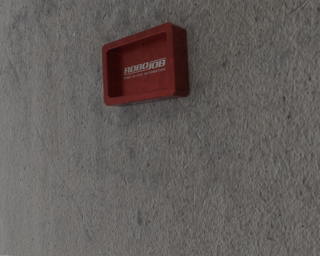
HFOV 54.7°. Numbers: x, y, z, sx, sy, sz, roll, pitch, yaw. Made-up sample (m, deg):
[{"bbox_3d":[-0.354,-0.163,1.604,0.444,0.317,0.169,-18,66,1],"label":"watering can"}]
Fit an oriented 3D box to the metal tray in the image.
[{"bbox_3d":[-0.024,-0.080,0.421,0.130,0.030,0.089,-5,87,40],"label":"metal tray"}]
